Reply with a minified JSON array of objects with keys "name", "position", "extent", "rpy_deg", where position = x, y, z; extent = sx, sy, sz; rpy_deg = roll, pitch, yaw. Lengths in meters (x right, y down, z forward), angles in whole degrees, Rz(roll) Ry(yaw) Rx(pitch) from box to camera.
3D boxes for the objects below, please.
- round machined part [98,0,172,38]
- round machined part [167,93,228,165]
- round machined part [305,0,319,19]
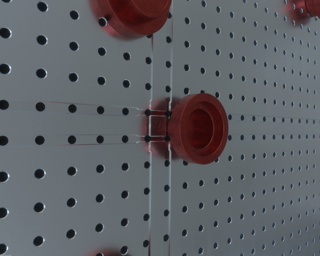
[{"name":"round machined part","position":[-0.024,-0.163,0.377],"extent":[0.099,0.042,0.097],"rpy_deg":[0,90,-40]},{"name":"round machined part","position":[0.049,0.001,0.438],"extent":[0.099,0.042,0.097],"rpy_deg":[0,90,-40]},{"name":"round machined part","position":[0.365,-0.291,0.701],"extent":[0.099,0.042,0.097],"rpy_deg":[0,90,-40]}]
